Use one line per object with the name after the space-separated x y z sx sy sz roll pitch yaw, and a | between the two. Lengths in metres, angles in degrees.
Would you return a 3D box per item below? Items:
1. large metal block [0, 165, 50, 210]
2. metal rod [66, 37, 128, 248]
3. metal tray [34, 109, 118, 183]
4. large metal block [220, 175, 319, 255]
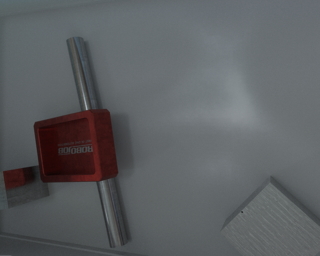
-0.228 0.089 0.459 0.080 0.080 0.050 -11 86 19 | large metal block
-0.091 0.017 0.441 0.025 0.025 0.298 -15 85 19 | metal rod
-0.120 0.027 0.427 0.130 0.030 0.089 -8 89 36 | metal tray
0.129 0.114 0.352 0.080 0.050 0.080 44 103 14 | large metal block
